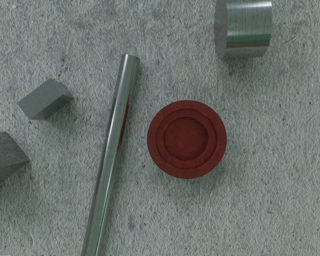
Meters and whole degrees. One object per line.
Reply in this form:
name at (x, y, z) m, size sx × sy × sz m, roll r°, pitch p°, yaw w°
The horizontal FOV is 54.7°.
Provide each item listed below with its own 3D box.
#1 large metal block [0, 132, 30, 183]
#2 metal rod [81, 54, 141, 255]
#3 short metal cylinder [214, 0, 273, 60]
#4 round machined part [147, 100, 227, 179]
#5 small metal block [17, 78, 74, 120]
large metal block at (-0.223, 0.050, 0.380) m, size 0.080 × 0.080 × 0.050 m, roll -39°, pitch 90°, yaw 0°
metal rod at (-0.068, 0.052, 0.409) m, size 0.025 × 0.025 × 0.298 m, roll 12°, pitch 90°, yaw -1°
short metal cylinder at (0.100, -0.127, 0.384) m, size 0.050 × 0.080 × 0.079 m, roll -3°, pitch 90°, yaw 0°
round machined part at (0.033, 0.014, 0.402) m, size 0.099 × 0.042 × 0.097 m, roll 0°, pitch 90°, yaw -1°
small metal block at (-0.144, -0.035, 0.396) m, size 0.050 × 0.050 × 0.025 m, roll -38°, pitch 90°, yaw 0°
